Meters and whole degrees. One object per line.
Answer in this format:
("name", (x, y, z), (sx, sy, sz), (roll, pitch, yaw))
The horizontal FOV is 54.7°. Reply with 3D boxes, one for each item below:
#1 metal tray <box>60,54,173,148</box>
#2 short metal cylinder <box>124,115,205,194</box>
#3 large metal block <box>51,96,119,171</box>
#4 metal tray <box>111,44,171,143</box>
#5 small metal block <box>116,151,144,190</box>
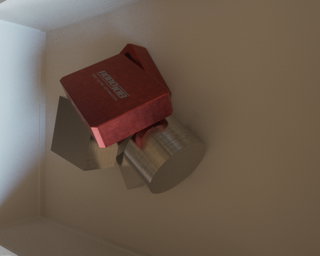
("metal tray", (-0.056, -0.039, 0.368), (0.130, 0.091, 0.030), (45, 156, 46))
("short metal cylinder", (0.006, 0.031, 0.363), (0.050, 0.081, 0.080), (47, 118, 29))
("large metal block", (-0.101, 0.005, 0.427), (0.080, 0.050, 0.079), (21, 103, 37))
("metal tray", (-0.053, -0.043, 0.443), (0.129, 0.030, 0.090), (-41, 66, 32))
("small metal block", (-0.029, 0.051, 0.427), (0.050, 0.025, 0.050), (-35, 68, 34))
